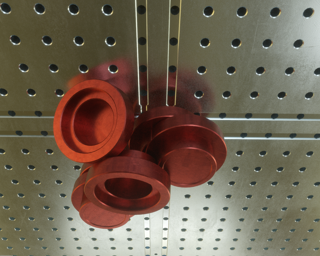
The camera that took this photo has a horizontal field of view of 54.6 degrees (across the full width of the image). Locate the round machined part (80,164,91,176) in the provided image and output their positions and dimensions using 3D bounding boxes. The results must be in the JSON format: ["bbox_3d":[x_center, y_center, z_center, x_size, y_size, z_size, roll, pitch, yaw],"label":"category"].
[{"bbox_3d":[-0.067,0.083,0.443,0.099,0.042,0.097,0,130,0],"label":"round machined part"}]

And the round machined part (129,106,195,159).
[{"bbox_3d":[0.010,0.023,0.393,0.099,0.042,0.097,0,130,0],"label":"round machined part"}]

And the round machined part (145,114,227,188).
[{"bbox_3d":[0.031,0.034,0.373,0.099,0.042,0.097,0,130,0],"label":"round machined part"}]

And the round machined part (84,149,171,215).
[{"bbox_3d":[-0.036,0.062,0.368,0.098,0.042,0.098,2,138,2],"label":"round machined part"}]

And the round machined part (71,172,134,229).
[{"bbox_3d":[-0.074,0.105,0.433,0.099,0.042,0.097,0,130,0],"label":"round machined part"}]

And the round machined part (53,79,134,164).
[{"bbox_3d":[-0.074,-0.005,0.370,0.098,0.098,0.042,-22,162,17],"label":"round machined part"}]
